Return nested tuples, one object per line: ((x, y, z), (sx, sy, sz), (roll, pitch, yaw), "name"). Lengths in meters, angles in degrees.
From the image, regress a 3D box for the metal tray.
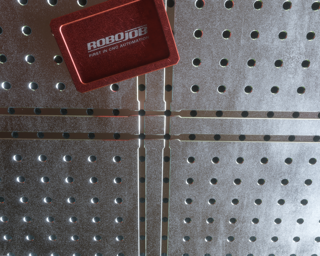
((-0.051, -0.104, 0.371), (0.131, 0.030, 0.089), (-16, 110, 5), "metal tray")
